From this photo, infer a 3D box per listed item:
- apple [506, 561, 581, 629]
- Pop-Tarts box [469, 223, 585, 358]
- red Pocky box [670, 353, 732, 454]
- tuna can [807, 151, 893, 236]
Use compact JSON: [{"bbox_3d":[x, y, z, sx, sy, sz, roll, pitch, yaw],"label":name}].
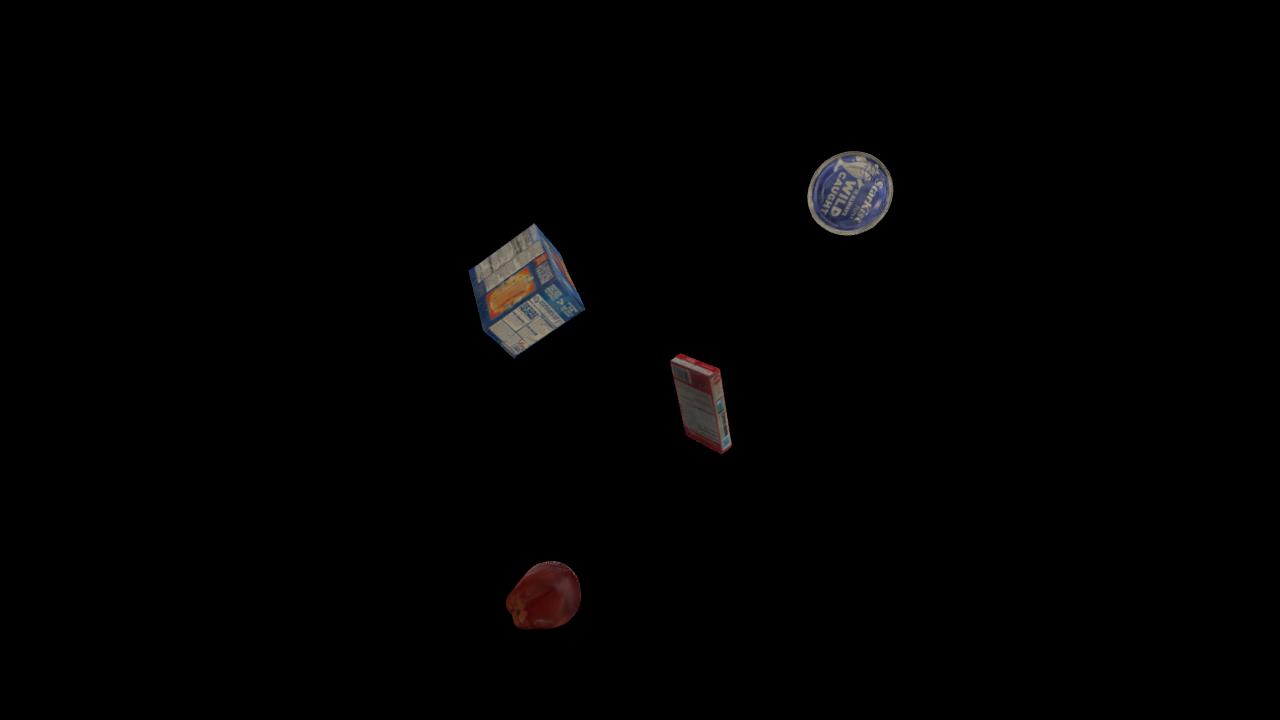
[{"bbox_3d":[-0.116,0.293,0.760,0.079,0.079,0.093,0,3,37],"label":"apple"},{"bbox_3d":[-0.185,-0.113,0.988,0.141,0.167,0.083,-34,-44,7],"label":"Pop-Tarts box"},{"bbox_3d":[0.095,0.067,0.944,0.028,0.155,0.083,-36,40,-30],"label":"red Pocky box"},{"bbox_3d":[0.221,-0.174,0.644,0.084,0.084,0.034,0,14,24],"label":"tuna can"}]
